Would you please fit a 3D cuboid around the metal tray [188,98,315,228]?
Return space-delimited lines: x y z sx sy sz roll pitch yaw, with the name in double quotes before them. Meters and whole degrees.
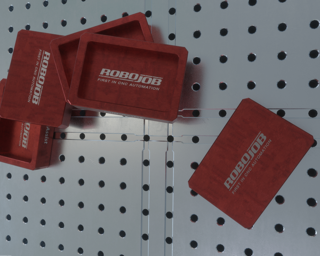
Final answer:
"metal tray" 0.106 0.041 0.373 0.090 0.030 0.129 35 101 16

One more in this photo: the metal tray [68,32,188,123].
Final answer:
"metal tray" -0.037 -0.060 0.379 0.131 0.030 0.090 9 85 3

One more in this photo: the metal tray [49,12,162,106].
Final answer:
"metal tray" -0.069 -0.090 0.413 0.131 0.030 0.090 -18 84 0

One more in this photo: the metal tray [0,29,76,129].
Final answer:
"metal tray" -0.168 -0.069 0.446 0.090 0.030 0.129 10 84 3

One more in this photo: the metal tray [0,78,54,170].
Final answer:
"metal tray" -0.212 -0.007 0.485 0.090 0.030 0.129 10 93 19
